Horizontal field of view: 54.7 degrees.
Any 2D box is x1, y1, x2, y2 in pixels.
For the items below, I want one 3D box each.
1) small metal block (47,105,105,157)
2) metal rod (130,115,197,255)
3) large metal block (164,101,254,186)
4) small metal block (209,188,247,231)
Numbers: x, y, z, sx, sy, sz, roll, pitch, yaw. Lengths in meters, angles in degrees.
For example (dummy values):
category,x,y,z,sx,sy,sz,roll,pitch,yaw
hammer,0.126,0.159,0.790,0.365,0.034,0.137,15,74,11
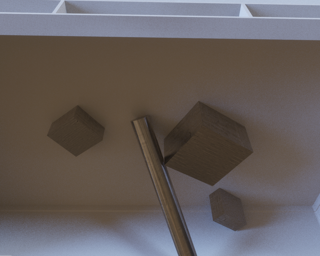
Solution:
category,x,y,z,sx,sy,sz,roll,pitch,yaw
small metal block,-0.111,0.005,0.412,0.050,0.025,0.050,-31,124,23
metal rod,0.021,0.127,0.425,0.025,0.025,0.298,-17,99,13
large metal block,0.061,0.023,0.413,0.080,0.050,0.080,26,125,-21
small metal block,0.111,0.134,0.508,0.050,0.050,0.025,30,124,-24
